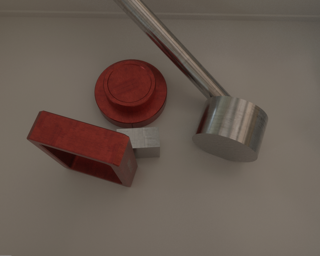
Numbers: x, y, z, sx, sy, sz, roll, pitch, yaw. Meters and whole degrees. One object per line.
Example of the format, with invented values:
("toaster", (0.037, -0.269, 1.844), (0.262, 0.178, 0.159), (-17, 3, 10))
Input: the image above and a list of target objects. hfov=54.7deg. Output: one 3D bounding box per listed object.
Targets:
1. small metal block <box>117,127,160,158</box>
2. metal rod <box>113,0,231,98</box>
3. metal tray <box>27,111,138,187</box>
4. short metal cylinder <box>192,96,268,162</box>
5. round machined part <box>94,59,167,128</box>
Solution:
("small metal block", (-0.026, 0.020, 0.389), (0.050, 0.050, 0.025), (-3, 70, -2))
("metal rod", (-0.002, -0.120, 0.389), (0.300, 0.025, 0.025), (44, 74, -12))
("metal tray", (-0.076, 0.029, 0.342), (0.090, 0.130, 0.030), (16, 71, 5))
("short metal cylinder", (0.086, 0.003, 0.381), (0.080, 0.080, 0.050), (20, 72, 6))
("round machined part", (-0.039, -0.052, 0.419), (0.099, 0.042, 0.098), (0, 70, -1))
